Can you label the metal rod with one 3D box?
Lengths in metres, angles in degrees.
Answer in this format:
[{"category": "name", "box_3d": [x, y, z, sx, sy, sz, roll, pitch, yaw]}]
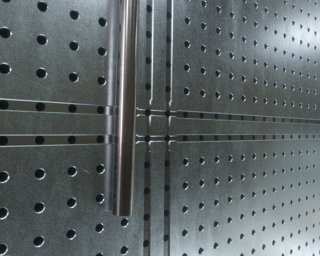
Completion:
[{"category": "metal rod", "box_3d": [-0.040, -0.047, 0.374, 0.025, 0.025, 0.298, 3, 88, -40]}]
